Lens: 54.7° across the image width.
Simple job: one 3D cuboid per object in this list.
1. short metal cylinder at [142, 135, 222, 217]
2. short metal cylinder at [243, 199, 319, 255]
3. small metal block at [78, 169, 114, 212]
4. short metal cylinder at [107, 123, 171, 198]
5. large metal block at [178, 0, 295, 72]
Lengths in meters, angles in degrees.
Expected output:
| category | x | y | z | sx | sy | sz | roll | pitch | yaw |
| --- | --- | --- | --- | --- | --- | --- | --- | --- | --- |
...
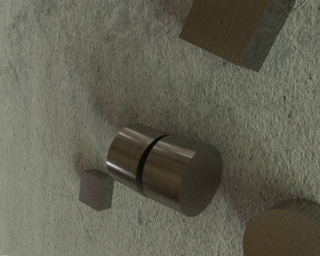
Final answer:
| category | x | y | z | sx | sy | sz | roll | pitch | yaw |
| --- | --- | --- | --- | --- | --- | --- | --- | --- | --- |
| short metal cylinder | 0.027 | 0.052 | 0.347 | 0.050 | 0.081 | 0.079 | 15 | 100 | 39 |
| short metal cylinder | 0.125 | 0.110 | 0.286 | 0.080 | 0.050 | 0.079 | 0 | 90 | 40 |
| small metal block | -0.100 | 0.096 | 0.488 | 0.050 | 0.025 | 0.050 | 14 | 99 | 39 |
| short metal cylinder | -0.018 | 0.039 | 0.384 | 0.050 | 0.081 | 0.079 | 21 | 103 | 38 |
| large metal block | 0.078 | -0.114 | 0.324 | 0.080 | 0.050 | 0.079 | 37 | 112 | 34 |
